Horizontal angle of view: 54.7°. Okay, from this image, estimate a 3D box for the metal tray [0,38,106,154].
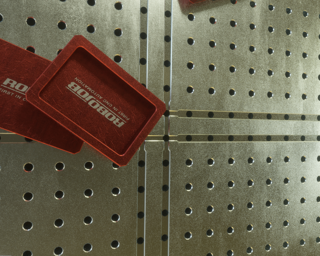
[{"bbox_3d":[-0.141,-0.033,0.358,0.131,0.030,0.090,23,82,-19],"label":"metal tray"}]

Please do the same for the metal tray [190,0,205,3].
[{"bbox_3d":[0.092,-0.242,0.444,0.131,0.030,0.090,-22,98,-19],"label":"metal tray"}]

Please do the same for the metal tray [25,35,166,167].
[{"bbox_3d":[-0.069,-0.028,0.352,0.130,0.030,0.090,39,77,-17],"label":"metal tray"}]
